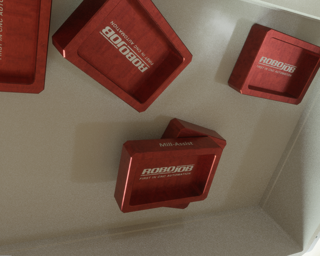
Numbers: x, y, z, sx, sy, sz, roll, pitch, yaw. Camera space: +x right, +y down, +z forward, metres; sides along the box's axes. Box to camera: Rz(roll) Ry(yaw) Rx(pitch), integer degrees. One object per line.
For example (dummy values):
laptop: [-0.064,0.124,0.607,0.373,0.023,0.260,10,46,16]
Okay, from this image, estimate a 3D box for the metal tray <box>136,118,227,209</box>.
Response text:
metal tray: [0.029,0.057,0.456,0.091,0.030,0.129,17,110,-35]

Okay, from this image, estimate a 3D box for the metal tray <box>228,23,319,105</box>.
metal tray: [0.170,-0.087,0.443,0.131,0.030,0.089,6,116,-31]

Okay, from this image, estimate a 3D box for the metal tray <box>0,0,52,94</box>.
metal tray: [-0.144,-0.097,0.266,0.091,0.030,0.129,1,118,-29]

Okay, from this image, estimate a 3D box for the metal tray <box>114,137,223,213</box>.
metal tray: [0.012,0.059,0.408,0.131,0.030,0.089,-2,119,-27]

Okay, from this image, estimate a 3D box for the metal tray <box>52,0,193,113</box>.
metal tray: [-0.030,-0.080,0.319,0.090,0.030,0.130,-47,143,5]
